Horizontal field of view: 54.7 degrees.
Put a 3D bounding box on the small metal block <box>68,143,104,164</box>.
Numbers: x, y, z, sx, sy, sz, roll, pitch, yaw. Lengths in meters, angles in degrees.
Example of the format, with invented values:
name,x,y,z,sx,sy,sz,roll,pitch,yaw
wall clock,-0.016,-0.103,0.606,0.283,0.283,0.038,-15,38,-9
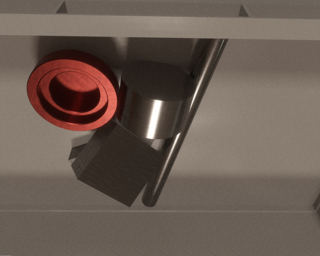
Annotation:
name,x,y,z,sx,sy,sz,roll,pitch,yaw
small metal block,-0.095,0.047,0.448,0.050,0.025,0.050,-17,128,14

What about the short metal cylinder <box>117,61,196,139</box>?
name,x,y,z,sx,sy,sz,roll,pitch,yaw
short metal cylinder,-0.005,-0.033,0.345,0.081,0.080,0.050,8,128,-7

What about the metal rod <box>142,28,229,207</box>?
name,x,y,z,sx,sy,sz,roll,pitch,yaw
metal rod,0.022,0.010,0.418,0.025,0.025,0.298,12,129,-10

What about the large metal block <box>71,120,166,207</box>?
name,x,y,z,sx,sy,sz,roll,pitch,yaw
large metal block,-0.055,0.043,0.404,0.080,0.050,0.080,37,86,-27

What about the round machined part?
name,x,y,z,sx,sy,sz,roll,pitch,yaw
round machined part,-0.096,-0.046,0.357,0.099,0.042,0.097,0,130,0
